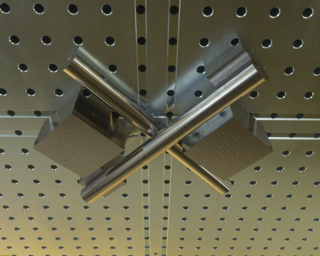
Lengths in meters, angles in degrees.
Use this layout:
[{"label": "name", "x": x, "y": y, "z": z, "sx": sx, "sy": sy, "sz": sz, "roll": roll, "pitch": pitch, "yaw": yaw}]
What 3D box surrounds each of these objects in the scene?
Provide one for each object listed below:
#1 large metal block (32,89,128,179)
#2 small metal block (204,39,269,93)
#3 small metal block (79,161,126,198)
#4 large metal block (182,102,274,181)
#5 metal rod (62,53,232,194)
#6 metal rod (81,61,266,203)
[{"label": "large metal block", "x": -0.101, "y": 0.010, "z": 0.403, "sx": 0.080, "sy": 0.050, "sz": 0.080, "roll": -36, "pitch": 122, "yaw": 26}, {"label": "small metal block", "x": 0.088, "y": -0.064, "z": 0.358, "sx": 0.050, "sy": 0.025, "sz": 0.050, "roll": -37, "pitch": 122, "yaw": 27}, {"label": "small metal block", "x": -0.087, "y": 0.075, "z": 0.475, "sx": 0.050, "sy": 0.025, "sz": 0.050, "roll": 37, "pitch": 121, "yaw": -27}, {"label": "large metal block", "x": 0.086, "y": 0.014, "z": 0.408, "sx": 0.080, "sy": 0.050, "sz": 0.080, "roll": 35, "pitch": 122, "yaw": -26}, {"label": "metal rod", "x": 0.001, "y": 0.010, "z": 0.418, "sx": 0.025, "sy": 0.025, "sz": 0.301, "roll": -35, "pitch": 122, "yaw": 26}, {"label": "metal rod", "x": -0.002, "y": 0.020, "z": 0.395, "sx": 0.299, "sy": 0.025, "sz": 0.025, "roll": -37, "pitch": 121, "yaw": 27}]
